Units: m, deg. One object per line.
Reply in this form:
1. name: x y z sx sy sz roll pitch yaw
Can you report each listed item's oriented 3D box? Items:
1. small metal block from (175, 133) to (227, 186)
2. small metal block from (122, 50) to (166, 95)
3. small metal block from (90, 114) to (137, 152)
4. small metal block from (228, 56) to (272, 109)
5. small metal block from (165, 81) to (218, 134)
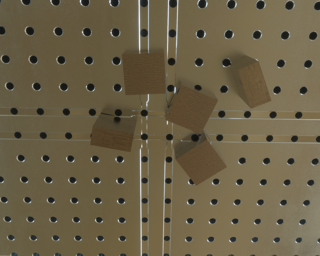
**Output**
1. small metal block: 0.056 0.043 0.430 0.050 0.025 0.050 -34 107 11
2. small metal block: -0.019 -0.069 0.388 0.050 0.025 0.050 -3 110 1
3. small metal block: -0.059 0.005 0.401 0.050 0.050 0.025 11 110 -4
4. small metal block: 0.109 -0.057 0.380 0.025 0.050 0.050 -22 109 8
5. small metal block: 0.040 -0.027 0.404 0.050 0.025 0.050 22 109 -8
